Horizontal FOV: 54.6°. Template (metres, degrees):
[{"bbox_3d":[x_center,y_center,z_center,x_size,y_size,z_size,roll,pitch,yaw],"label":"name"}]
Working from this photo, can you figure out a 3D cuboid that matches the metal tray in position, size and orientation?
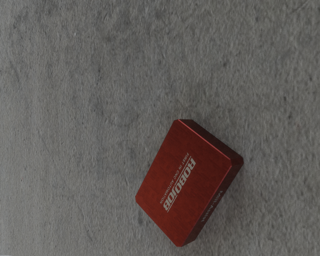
[{"bbox_3d":[0.030,0.065,0.378,0.090,0.030,0.129,40,114,33],"label":"metal tray"}]
